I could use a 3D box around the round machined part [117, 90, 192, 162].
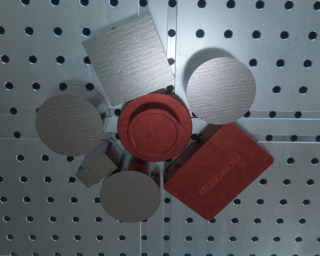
[{"bbox_3d":[-0.007,0.001,0.404,0.099,0.042,0.097,0,110,0],"label":"round machined part"}]

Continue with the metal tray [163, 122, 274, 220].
[{"bbox_3d":[0.078,0.057,0.431,0.090,0.030,0.130,39,105,-13],"label":"metal tray"}]

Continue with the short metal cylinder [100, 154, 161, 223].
[{"bbox_3d":[-0.039,0.083,0.429,0.081,0.050,0.079,0,110,0],"label":"short metal cylinder"}]

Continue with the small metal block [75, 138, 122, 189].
[{"bbox_3d":[-0.080,0.047,0.415,0.050,0.050,0.025,-35,106,12],"label":"small metal block"}]

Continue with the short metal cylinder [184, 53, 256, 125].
[{"bbox_3d":[0.071,-0.050,0.381,0.081,0.050,0.079,0,110,0],"label":"short metal cylinder"}]

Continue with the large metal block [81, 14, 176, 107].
[{"bbox_3d":[-0.034,-0.081,0.370,0.080,0.050,0.080,-20,109,7],"label":"large metal block"}]

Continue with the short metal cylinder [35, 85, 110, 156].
[{"bbox_3d":[-0.108,-0.011,0.394,0.081,0.050,0.079,0,110,0],"label":"short metal cylinder"}]
